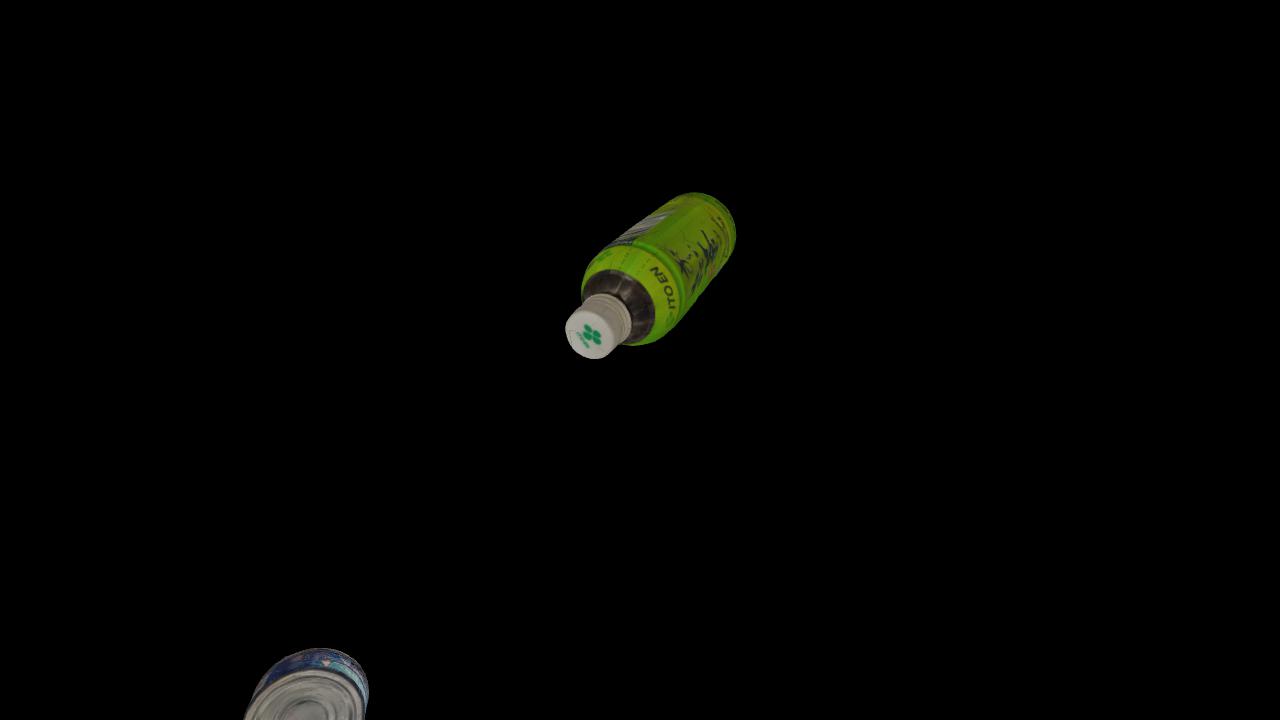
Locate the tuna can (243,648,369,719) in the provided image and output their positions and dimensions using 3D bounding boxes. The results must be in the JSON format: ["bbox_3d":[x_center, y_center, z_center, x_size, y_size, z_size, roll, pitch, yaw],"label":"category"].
[{"bbox_3d":[-0.254,0.269,0.471,0.084,0.084,0.034,0,1,-20],"label":"tuna can"}]

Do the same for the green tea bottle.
[{"bbox_3d":[0.009,-0.060,0.428,0.073,0.073,0.212,0,26,27],"label":"green tea bottle"}]
